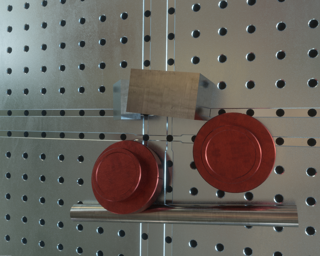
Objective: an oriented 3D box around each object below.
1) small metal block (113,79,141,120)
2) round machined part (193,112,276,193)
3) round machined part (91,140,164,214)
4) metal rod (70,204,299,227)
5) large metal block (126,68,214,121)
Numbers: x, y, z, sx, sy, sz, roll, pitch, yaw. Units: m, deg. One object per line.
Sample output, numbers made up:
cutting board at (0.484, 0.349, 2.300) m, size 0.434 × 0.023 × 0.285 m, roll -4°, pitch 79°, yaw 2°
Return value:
small metal block at (-0.045, -0.036, 0.413) m, size 0.025 × 0.050 × 0.050 m, roll -1°, pitch 90°, yaw -19°
round machined part at (0.087, 0.030, 0.373) m, size 0.098 × 0.042 × 0.097 m, roll 0°, pitch 90°, yaw 20°
round machined part at (-0.048, 0.063, 0.408) m, size 0.098 × 0.042 × 0.098 m, roll -6°, pitch 72°, yaw 19°
metal rod at (0.017, 0.113, 0.406) m, size 0.301 × 0.025 × 0.025 m, roll -5°, pitch 89°, yaw 19°
large metal block at (0.015, -0.038, 0.378) m, size 0.080 × 0.080 × 0.050 m, roll 8°, pitch 93°, yaw 20°
